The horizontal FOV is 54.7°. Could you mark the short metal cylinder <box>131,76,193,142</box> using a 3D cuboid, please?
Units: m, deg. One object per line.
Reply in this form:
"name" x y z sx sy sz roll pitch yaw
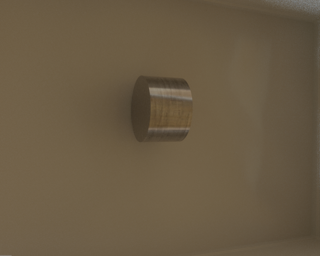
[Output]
"short metal cylinder" 0.000 -0.023 0.380 0.050 0.080 0.079 0 90 -20
